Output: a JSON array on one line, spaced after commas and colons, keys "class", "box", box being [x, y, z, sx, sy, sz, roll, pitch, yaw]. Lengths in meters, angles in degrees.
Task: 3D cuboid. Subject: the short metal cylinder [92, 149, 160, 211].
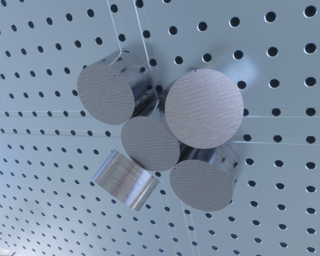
[{"class": "short metal cylinder", "box": [-0.047, 0.073, 0.436, 0.080, 0.050, 0.080, 35, 171, 7]}]

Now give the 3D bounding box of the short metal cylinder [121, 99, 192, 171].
[{"class": "short metal cylinder", "box": [-0.003, 0.009, 0.400, 0.080, 0.050, 0.079, 13, 124, 20]}]

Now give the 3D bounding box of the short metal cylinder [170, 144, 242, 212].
[{"class": "short metal cylinder", "box": [0.059, 0.060, 0.400, 0.080, 0.050, 0.079, 13, 124, 20]}]

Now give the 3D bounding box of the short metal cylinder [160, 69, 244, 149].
[{"class": "short metal cylinder", "box": [0.042, -0.020, 0.333, 0.081, 0.050, 0.079, 0, 93, -7]}]

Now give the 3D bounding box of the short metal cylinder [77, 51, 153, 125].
[{"class": "short metal cylinder", "box": [-0.056, -0.050, 0.391, 0.080, 0.050, 0.079, 13, 124, 20]}]
